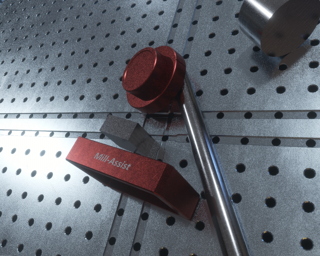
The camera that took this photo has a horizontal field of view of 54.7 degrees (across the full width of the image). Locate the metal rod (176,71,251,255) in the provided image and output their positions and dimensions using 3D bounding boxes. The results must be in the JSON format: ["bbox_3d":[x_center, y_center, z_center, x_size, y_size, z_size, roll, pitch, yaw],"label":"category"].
[{"bbox_3d":[0.055,0.045,0.350,0.025,0.025,0.299,-23,53,14],"label":"metal rod"}]

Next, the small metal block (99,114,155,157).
[{"bbox_3d":[-0.042,0.010,0.407,0.050,0.050,0.025,16,70,34],"label":"small metal block"}]

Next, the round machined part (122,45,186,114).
[{"bbox_3d":[-0.015,-0.072,0.429,0.098,0.042,0.098,-26,50,36],"label":"round machined part"}]

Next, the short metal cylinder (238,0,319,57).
[{"bbox_3d":[0.145,-0.135,0.380,0.080,0.080,0.050,-33,52,7],"label":"short metal cylinder"}]

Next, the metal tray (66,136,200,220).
[{"bbox_3d":[-0.030,0.055,0.346,0.130,0.090,0.030,13,67,33],"label":"metal tray"}]
